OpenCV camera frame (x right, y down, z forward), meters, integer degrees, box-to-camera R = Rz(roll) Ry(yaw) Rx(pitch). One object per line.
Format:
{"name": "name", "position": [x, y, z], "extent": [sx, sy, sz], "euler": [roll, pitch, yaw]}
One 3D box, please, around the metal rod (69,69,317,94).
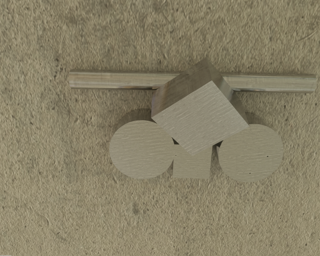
{"name": "metal rod", "position": [0.041, -0.059, 0.389], "extent": [0.302, 0.025, 0.025], "euler": [1, 110, -1]}

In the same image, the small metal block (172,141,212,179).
{"name": "small metal block", "position": [0.043, 0.041, 0.427], "extent": [0.050, 0.025, 0.050], "euler": [2, 110, -1]}

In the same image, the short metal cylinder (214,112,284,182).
{"name": "short metal cylinder", "position": [0.113, 0.024, 0.407], "extent": [0.081, 0.050, 0.079], "euler": [0, 110, 0]}

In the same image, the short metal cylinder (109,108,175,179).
{"name": "short metal cylinder", "position": [-0.022, 0.019, 0.404], "extent": [0.081, 0.050, 0.079], "euler": [0, 110, 0]}

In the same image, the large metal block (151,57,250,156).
{"name": "large metal block", "position": [0.047, -0.023, 0.371], "extent": [0.080, 0.050, 0.080], "euler": [-31, 124, 24]}
